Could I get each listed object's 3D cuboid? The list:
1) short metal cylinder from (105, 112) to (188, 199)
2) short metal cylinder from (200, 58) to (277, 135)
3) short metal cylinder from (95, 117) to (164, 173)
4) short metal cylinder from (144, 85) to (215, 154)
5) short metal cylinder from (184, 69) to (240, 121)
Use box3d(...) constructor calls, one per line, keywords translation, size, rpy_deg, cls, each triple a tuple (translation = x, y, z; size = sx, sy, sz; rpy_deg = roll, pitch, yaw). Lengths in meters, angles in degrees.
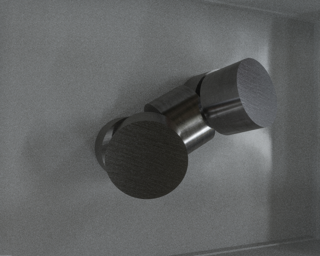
box3d(translation=(-0.013, 0.027, 0.323), size=(0.081, 0.050, 0.079), rpy_deg=(0, 102, 0), cls="short metal cylinder")
box3d(translation=(0.093, -0.035, 0.362), size=(0.081, 0.050, 0.080), rpy_deg=(13, 70, -39), cls="short metal cylinder")
box3d(translation=(-0.036, 0.026, 0.383), size=(0.081, 0.050, 0.079), rpy_deg=(0, 90, -21), cls="short metal cylinder")
box3d(translation=(0.023, -0.007, 0.389), size=(0.050, 0.080, 0.080), rpy_deg=(-31, 101, -17), cls="short metal cylinder")
box3d(translation=(0.072, -0.037, 0.423), size=(0.081, 0.050, 0.079), rpy_deg=(0, 90, -21), cls="short metal cylinder")
